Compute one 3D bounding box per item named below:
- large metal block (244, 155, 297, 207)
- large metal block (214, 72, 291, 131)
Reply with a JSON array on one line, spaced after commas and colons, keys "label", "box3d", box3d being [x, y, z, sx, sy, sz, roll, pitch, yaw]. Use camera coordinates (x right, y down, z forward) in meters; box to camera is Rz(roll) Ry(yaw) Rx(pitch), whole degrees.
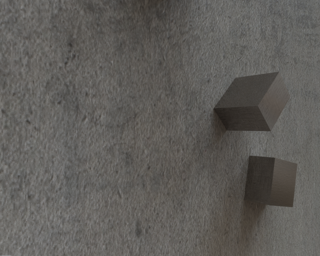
[{"label": "large metal block", "box3d": [0.202, 0.097, 0.561, 0.081, 0.050, 0.080, 15, 80, -39]}, {"label": "large metal block", "box3d": [0.147, -0.041, 0.495, 0.080, 0.080, 0.050, -51, 121, -28]}]
